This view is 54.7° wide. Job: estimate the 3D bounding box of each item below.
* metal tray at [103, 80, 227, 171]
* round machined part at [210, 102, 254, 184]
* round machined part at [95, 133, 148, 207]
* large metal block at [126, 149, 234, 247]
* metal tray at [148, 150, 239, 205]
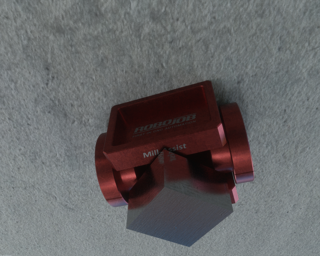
[{"bbox_3d":[0.004,-0.005,0.363,0.130,0.090,0.030,-14,129,11],"label":"metal tray"},{"bbox_3d":[0.082,0.020,0.379,0.042,0.098,0.098,-12,129,10],"label":"round machined part"},{"bbox_3d":[-0.045,0.050,0.402,0.042,0.098,0.098,-12,129,10],"label":"round machined part"},{"bbox_3d":[0.019,0.079,0.339,0.080,0.050,0.080,23,126,-19],"label":"large metal block"},{"bbox_3d":[0.032,0.069,0.423,0.130,0.090,0.030,-13,129,10],"label":"metal tray"}]
